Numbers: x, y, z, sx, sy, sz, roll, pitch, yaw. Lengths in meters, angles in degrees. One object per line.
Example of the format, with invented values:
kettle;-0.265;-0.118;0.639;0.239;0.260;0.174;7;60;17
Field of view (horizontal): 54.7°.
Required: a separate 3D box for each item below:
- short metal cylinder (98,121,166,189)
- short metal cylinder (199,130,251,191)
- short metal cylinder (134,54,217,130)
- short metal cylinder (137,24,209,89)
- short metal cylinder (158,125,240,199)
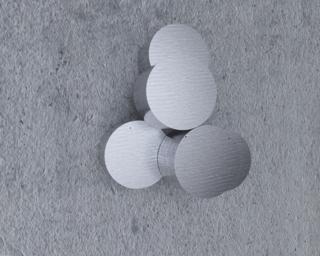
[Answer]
short metal cylinder;-0.033;0.031;0.385;0.081;0.050;0.080;0;90;-20
short metal cylinder;0.076;0.042;0.424;0.081;0.050;0.080;0;90;-20
short metal cylinder;0.016;-0.038;0.349;0.081;0.050;0.080;0;90;-20
short metal cylinder;0.016;-0.088;0.403;0.081;0.050;0.080;0;90;-20
short metal cylinder;0.044;0.037;0.359;0.081;0.050;0.080;0;90;-21
